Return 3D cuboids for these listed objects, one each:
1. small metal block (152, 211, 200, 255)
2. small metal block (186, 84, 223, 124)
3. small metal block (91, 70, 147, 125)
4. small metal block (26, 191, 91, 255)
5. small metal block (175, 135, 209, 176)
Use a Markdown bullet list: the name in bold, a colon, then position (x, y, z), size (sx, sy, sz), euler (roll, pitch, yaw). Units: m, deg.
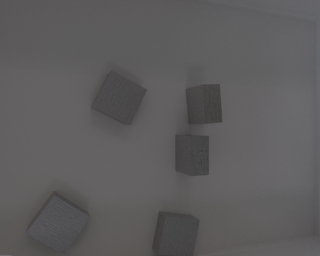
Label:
- **small metal block**: position (0.021, 0.143, 0.419), size (0.050, 0.025, 0.050), euler (13, 86, -20)
- **small metal block**: position (0.059, -0.031, 0.419), size (0.025, 0.050, 0.050), euler (-5, 92, -20)
- **small metal block**: position (-0.052, -0.037, 0.391), size (0.050, 0.025, 0.050), euler (27, 81, -18)
- **small metal block**: position (-0.120, 0.111, 0.367), size (0.050, 0.025, 0.050), euler (38, 78, -16)
- **small metal block**: position (0.042, 0.035, 0.413), size (0.025, 0.050, 0.050), euler (0, 90, -20)
